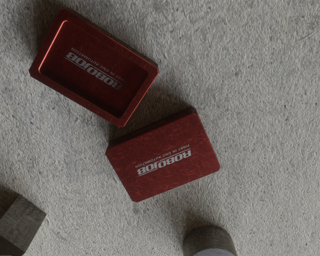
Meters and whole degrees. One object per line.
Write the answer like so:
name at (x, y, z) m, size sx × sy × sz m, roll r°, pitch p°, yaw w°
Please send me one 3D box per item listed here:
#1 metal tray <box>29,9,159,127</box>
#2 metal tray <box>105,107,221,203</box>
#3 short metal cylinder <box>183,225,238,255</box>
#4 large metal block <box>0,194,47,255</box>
metal tray at (-0.078, -0.071, 0.379) m, size 0.130 × 0.030 × 0.090 m, roll 31°, pitch 107°, yaw -11°
metal tray at (0.004, 0.038, 0.421) m, size 0.130 × 0.030 × 0.090 m, roll -23°, pitch 109°, yaw 8°
short metal cylinder at (0.076, 0.197, 0.470) m, size 0.081 × 0.050 × 0.079 m, roll 0°, pitch 110°, yaw 0°
large metal block at (-0.218, 0.154, 0.435) m, size 0.080 × 0.080 × 0.050 m, roll -42°, pitch 105°, yaw 14°
